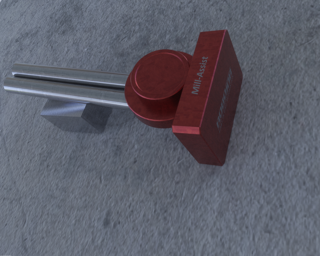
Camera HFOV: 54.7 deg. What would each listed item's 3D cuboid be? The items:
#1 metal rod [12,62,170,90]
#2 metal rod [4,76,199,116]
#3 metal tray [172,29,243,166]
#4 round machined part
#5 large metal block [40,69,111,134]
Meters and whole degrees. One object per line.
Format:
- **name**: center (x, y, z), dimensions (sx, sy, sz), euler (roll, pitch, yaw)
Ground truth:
- **metal rod**: center (-0.072, -0.065, 0.424), dimensions (0.301, 0.025, 0.025), euler (9, 65, 17)
- **metal rod**: center (-0.080, -0.041, 0.414), dimensions (0.301, 0.025, 0.025), euler (9, 66, 18)
- **metal tray**: center (0.059, -0.033, 0.351), dimensions (0.030, 0.090, 0.130), euler (4, 63, 30)
- **round machined part**: center (0.005, -0.052, 0.360), dimensions (0.098, 0.042, 0.098), euler (-6, 63, 13)
- **large metal block**: center (-0.120, -0.040, 0.470), dimensions (0.080, 0.050, 0.080), euler (4, 63, 29)
